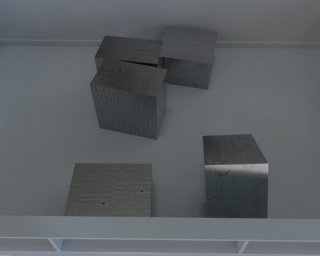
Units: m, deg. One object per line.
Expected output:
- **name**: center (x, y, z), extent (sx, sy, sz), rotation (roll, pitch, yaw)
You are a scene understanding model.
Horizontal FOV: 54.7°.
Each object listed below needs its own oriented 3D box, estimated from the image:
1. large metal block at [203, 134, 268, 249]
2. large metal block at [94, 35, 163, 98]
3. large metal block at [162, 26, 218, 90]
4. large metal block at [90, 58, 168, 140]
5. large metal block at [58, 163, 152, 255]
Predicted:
- **large metal block**: center (0.069, 0.056, 0.299), extent (0.050, 0.079, 0.080), rotation (-3, 16, 7)
- **large metal block**: center (-0.039, -0.078, 0.434), extent (0.080, 0.080, 0.050), rotation (7, 50, 6)
- **large metal block**: center (0.042, -0.110, 0.482), extent (0.080, 0.050, 0.080), rotation (10, 51, 8)
- **large metal block**: center (-0.036, -0.036, 0.398), extent (0.080, 0.080, 0.050), rotation (12, 51, 9)
- **large metal block**: center (-0.049, 0.084, 0.318), extent (0.080, 0.050, 0.080), rotation (0, 50, 0)
